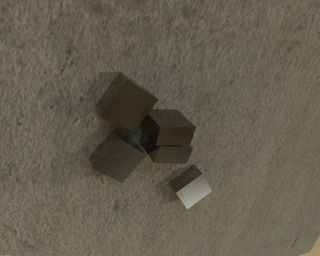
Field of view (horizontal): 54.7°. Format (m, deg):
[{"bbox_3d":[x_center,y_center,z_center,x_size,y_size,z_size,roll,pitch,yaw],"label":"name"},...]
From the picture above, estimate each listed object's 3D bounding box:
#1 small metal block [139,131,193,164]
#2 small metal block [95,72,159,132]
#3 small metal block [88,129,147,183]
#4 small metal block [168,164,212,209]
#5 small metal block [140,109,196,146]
[{"bbox_3d":[0.007,0.023,0.410,0.050,0.050,0.025,6,116,-31],"label":"small metal block"},{"bbox_3d":[-0.039,-0.030,0.368,0.050,0.025,0.050,31,101,-38],"label":"small metal block"},{"bbox_3d":[-0.054,0.037,0.401,0.050,0.025,0.050,-48,129,6],"label":"small metal block"},{"bbox_3d":[0.049,0.094,0.494,0.050,0.025,0.050,-35,129,-5],"label":"small metal block"},{"bbox_3d":[0.009,-0.002,0.396,0.050,0.050,0.025,-1,119,-29],"label":"small metal block"}]
